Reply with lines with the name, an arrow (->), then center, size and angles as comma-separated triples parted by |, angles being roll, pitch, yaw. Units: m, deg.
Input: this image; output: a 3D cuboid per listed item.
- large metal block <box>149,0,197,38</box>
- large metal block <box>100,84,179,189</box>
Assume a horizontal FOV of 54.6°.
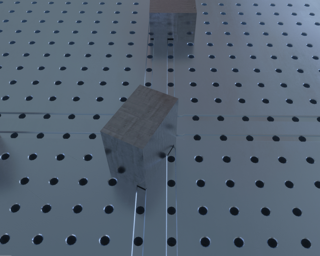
large metal block -> 0.023, -0.209, 0.567 | 0.080, 0.050, 0.080 | 0, 50, 0
large metal block -> -0.020, 0.010, 0.363 | 0.050, 0.080, 0.080 | 22, 54, 18
